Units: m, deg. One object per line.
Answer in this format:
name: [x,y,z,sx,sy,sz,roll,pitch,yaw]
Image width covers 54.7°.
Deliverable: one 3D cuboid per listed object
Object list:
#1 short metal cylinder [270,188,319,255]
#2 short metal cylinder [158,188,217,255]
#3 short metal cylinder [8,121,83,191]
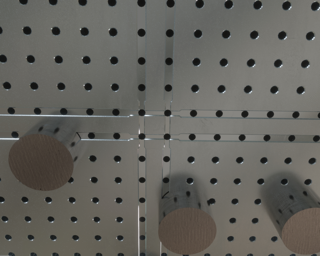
short metal cylinder: [0.209,0.136,0.453,0.081,0.050,0.079,0,110,-1]
short metal cylinder: [0.038,0.135,0.450,0.081,0.050,0.079,0,110,-1]
short metal cylinder: [-0.149,0.036,0.411,0.081,0.050,0.079,0,110,-1]
